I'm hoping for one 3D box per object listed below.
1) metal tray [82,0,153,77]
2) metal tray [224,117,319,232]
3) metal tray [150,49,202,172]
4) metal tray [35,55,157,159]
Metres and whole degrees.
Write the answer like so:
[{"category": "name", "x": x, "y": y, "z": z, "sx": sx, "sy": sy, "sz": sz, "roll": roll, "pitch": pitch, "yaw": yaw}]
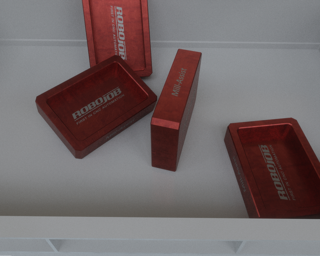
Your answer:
[{"category": "metal tray", "x": -0.061, "y": -0.140, "z": 0.457, "sx": 0.091, "sy": 0.129, "sz": 0.030, "roll": -5, "pitch": 16, "yaw": -5}, {"category": "metal tray", "x": 0.137, "y": 0.049, "z": 0.362, "sx": 0.091, "sy": 0.030, "sz": 0.130, "roll": -5, "pitch": 50, "yaw": -5}, {"category": "metal tray", "x": 0.021, "y": -0.024, "z": 0.382, "sx": 0.030, "sy": 0.089, "sz": 0.130, "roll": 12, "pitch": 51, "yaw": 9}, {"category": "metal tray", "x": -0.081, "y": -0.032, "z": 0.409, "sx": 0.131, "sy": 0.030, "sz": 0.090, "roll": -36, "pitch": 77, "yaw": -26}]
